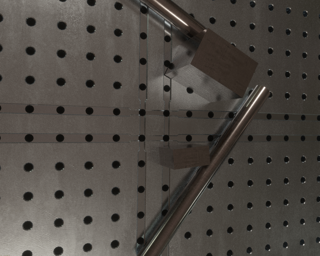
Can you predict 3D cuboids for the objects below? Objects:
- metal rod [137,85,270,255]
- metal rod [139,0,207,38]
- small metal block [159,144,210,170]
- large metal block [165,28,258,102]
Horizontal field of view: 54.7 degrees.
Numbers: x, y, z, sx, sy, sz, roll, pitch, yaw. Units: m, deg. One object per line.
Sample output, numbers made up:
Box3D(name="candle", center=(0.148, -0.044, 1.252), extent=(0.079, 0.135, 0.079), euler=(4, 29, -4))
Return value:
Box3D(name="metal rod", center=(0.068, 0.059, 0.439), extent=(0.025, 0.025, 0.300), euler=(41, 77, -16))
Box3D(name="metal rod", center=(-0.058, -0.201, 0.391), extent=(0.301, 0.025, 0.025), euler=(32, 80, -18))
Box3D(name="small metal block", center=(0.032, 0.037, 0.412), extent=(0.050, 0.050, 0.025), euler=(-5, 92, -20))
Box3D(name="large metal block", center=(0.065, -0.078, 0.409), extent=(0.080, 0.080, 0.050), euler=(29, 81, -18))
